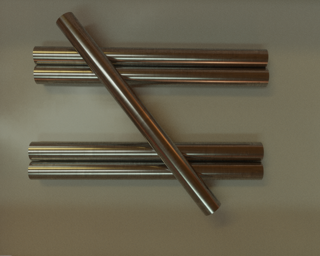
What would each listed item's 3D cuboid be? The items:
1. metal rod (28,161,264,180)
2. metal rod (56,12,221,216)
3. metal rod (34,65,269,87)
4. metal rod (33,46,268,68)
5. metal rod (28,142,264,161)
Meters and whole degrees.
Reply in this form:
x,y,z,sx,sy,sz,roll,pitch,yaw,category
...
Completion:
x,y,z,sx,sy,sz,roll,pitch,yaw,category
-0.018,0.056,0.409,0.302,0.025,0.025,0,90,0,metal rod
-0.026,-0.017,0.385,0.025,0.025,0.300,-38,90,0,metal rod
-0.011,-0.069,0.409,0.302,0.025,0.025,1,90,0,metal rod
-0.012,-0.093,0.409,0.302,0.025,0.025,1,90,0,metal rod
-0.017,0.031,0.409,0.302,0.025,0.025,0,90,0,metal rod
